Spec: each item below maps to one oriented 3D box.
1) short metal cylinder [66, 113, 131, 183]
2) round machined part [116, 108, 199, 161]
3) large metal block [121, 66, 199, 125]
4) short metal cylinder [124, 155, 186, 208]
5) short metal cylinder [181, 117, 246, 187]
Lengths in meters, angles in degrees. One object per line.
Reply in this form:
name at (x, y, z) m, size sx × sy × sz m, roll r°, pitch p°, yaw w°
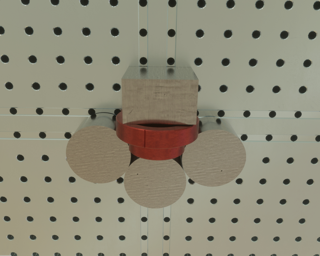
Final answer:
short metal cylinder at (-0.077, 0.026, 0.409) m, size 0.081 × 0.050 × 0.079 m, roll 0°, pitch 110°, yaw 0°
round machined part at (-0.003, 0.006, 0.375) m, size 0.099 × 0.098 × 0.042 m, roll 2°, pitch 110°, yaw -1°
large metal block at (0.000, -0.041, 0.368) m, size 0.081 × 0.080 × 0.050 m, roll 1°, pitch 110°, yaw -1°
short metal cylinder at (-0.006, 0.062, 0.423) m, size 0.081 × 0.050 × 0.079 m, roll 0°, pitch 110°, yaw 0°
short metal cylinder at (0.068, 0.030, 0.412) m, size 0.081 × 0.050 × 0.079 m, roll 0°, pitch 110°, yaw 0°
